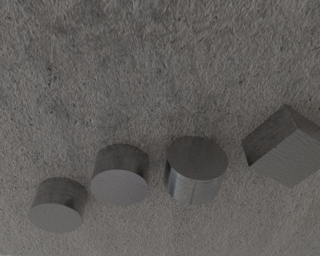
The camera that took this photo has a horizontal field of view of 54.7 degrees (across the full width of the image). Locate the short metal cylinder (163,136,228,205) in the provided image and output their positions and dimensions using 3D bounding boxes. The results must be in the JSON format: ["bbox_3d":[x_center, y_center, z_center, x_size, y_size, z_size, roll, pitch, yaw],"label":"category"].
[{"bbox_3d":[0.047,0.056,0.419,0.081,0.080,0.050,4,130,-4],"label":"short metal cylinder"}]

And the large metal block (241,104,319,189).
[{"bbox_3d":[0.172,0.027,0.415,0.080,0.050,0.080,27,125,-22],"label":"large metal block"}]

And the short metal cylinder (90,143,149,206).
[{"bbox_3d":[-0.056,0.068,0.448,0.081,0.050,0.079,0,130,0],"label":"short metal cylinder"}]

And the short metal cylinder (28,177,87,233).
[{"bbox_3d":[-0.161,0.124,0.495,0.081,0.050,0.079,0,130,0],"label":"short metal cylinder"}]
